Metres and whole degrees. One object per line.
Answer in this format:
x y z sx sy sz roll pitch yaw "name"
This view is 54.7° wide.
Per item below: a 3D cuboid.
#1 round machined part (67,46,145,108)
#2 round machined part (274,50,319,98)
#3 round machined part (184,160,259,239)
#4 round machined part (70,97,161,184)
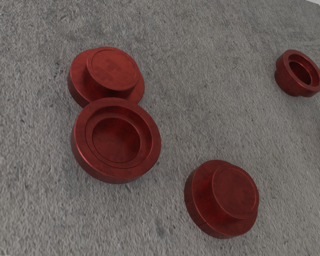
-0.065 -0.065 0.398 0.099 0.042 0.098 14 56 -21 "round machined part"
0.260 -0.099 0.593 0.099 0.042 0.098 14 56 -21 "round machined part"
0.083 0.084 0.386 0.099 0.042 0.098 14 56 -21 "round machined part"
-0.052 0.017 0.353 0.099 0.042 0.098 13 58 -22 "round machined part"
